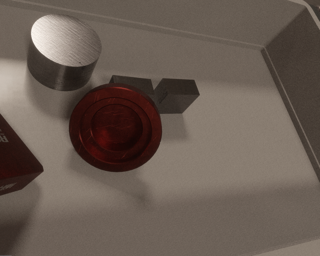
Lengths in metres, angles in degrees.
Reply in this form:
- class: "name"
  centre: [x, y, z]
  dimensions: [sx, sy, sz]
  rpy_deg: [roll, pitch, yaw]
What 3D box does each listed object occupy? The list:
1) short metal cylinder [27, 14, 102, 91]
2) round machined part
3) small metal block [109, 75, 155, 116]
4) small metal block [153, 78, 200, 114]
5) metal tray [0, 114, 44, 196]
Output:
- class: "short metal cylinder"
  centre: [-0.119, -0.093, 0.383]
  dimensions: [0.081, 0.050, 0.080]
  rpy_deg: [14, 56, -21]
- class: "round machined part"
  centre: [-0.048, -0.003, 0.349]
  dimensions: [0.098, 0.097, 0.042]
  rpy_deg: [27, 17, -12]
- class: "small metal block"
  centre: [-0.041, -0.039, 0.392]
  dimensions: [0.050, 0.050, 0.025]
  rpy_deg: [2, 58, -28]
- class: "small metal block"
  centre: [0.018, -0.043, 0.427]
  dimensions: [0.050, 0.050, 0.025]
  rpy_deg: [-2, 63, -30]
- class: "metal tray"
  centre: [-0.158, 0.014, 0.249]
  dimensions: [0.030, 0.130, 0.090]
  rpy_deg: [-40, 86, 0]
